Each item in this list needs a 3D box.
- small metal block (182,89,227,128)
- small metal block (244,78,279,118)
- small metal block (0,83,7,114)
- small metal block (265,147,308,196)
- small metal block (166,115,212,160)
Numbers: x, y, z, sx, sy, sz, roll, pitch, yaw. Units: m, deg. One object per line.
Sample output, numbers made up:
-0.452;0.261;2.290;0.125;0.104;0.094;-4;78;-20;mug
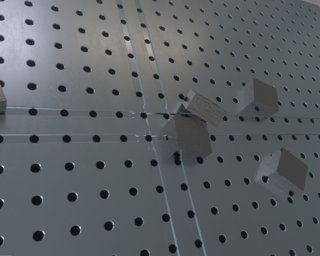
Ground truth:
0.062;-0.030;0.442;0.050;0.025;0.050;30;12;-9;small metal block
0.173;-0.052;0.532;0.050;0.025;0.050;20;54;-16;small metal block
-0.196;-0.038;0.326;0.050;0.025;0.050;-17;71;-35;small metal block
0.193;0.066;0.471;0.050;0.025;0.050;37;51;-4;small metal block
0.039;0.013;0.420;0.050;0.025;0.050;8;58;-24;small metal block
